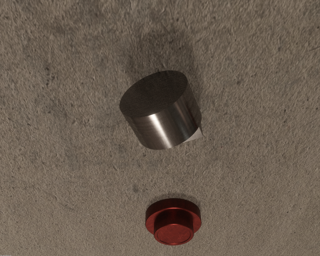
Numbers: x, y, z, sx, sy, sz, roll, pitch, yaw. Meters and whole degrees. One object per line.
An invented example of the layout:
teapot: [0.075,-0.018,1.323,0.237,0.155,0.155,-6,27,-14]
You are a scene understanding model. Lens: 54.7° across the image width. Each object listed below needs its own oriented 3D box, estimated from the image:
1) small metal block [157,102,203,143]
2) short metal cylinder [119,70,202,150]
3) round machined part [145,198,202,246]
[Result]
small metal block: [0.023,-0.007,0.385,0.050,0.050,0.025,-18,128,14]
short metal cylinder: [0.001,-0.021,0.353,0.080,0.080,0.050,-17,128,14]
round machined part: [0.023,0.169,0.541,0.099,0.042,0.097,-1,130,0]
